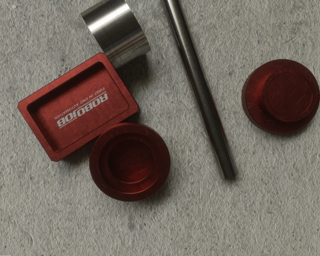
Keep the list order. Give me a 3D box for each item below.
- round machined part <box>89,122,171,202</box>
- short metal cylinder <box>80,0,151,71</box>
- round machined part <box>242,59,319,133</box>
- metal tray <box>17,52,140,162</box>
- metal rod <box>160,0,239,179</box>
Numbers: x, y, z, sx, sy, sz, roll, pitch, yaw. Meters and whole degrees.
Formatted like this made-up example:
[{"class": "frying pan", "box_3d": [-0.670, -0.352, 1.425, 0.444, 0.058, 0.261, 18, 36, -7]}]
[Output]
[{"class": "round machined part", "box_3d": [-0.038, 0.040, 0.396, 0.099, 0.042, 0.097, -1, 98, -5]}, {"class": "short metal cylinder", "box_3d": [-0.054, -0.117, 0.382, 0.050, 0.080, 0.080, -32, 90, 0]}, {"class": "round machined part", "box_3d": [0.161, -0.042, 0.404, 0.099, 0.042, 0.097, 0, 90, -1]}, {"class": "metal tray", "box_3d": [-0.103, -0.027, 0.406, 0.130, 0.030, 0.090, -32, 90, -1]}, {"class": "metal rod", "box_3d": [0.045, -0.078, 0.410, 0.025, 0.025, 0.298, -19, 90, 0]}]
